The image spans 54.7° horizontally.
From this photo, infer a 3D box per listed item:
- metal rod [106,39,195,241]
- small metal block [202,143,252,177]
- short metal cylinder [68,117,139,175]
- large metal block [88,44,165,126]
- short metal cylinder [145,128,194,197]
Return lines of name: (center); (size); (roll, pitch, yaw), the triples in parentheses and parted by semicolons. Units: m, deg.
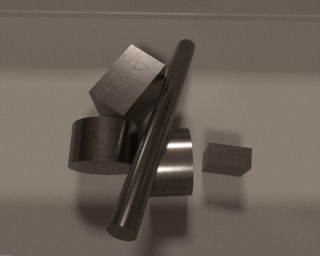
metal rod: (0.004, -0.018, 0.350); (0.025, 0.025, 0.301); (14, 45, 5)
small metal block: (0.081, 0.040, 0.383); (0.050, 0.050, 0.025); (8, 70, 2)
short metal cylinder: (-0.066, 0.024, 0.371); (0.081, 0.080, 0.050); (1, 70, 0)
large metal block: (-0.038, -0.044, 0.396); (0.050, 0.080, 0.080); (34, 73, 11)
short metal cylinder: (0.009, 0.040, 0.366); (0.050, 0.080, 0.080); (-2, 70, -1)
